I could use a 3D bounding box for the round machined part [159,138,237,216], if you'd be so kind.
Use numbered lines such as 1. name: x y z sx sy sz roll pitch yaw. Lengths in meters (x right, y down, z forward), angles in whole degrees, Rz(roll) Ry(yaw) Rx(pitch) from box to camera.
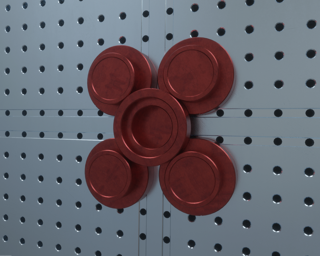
1. round machined part: 0.044 0.062 0.387 0.098 0.042 0.097 0 90 19

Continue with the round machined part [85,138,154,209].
1. round machined part: -0.061 0.063 0.424 0.098 0.042 0.097 0 90 19

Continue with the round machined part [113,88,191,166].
1. round machined part: -0.007 -0.001 0.403 0.098 0.042 0.097 0 90 19

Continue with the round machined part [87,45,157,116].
1. round machined part: -0.058 -0.064 0.422 0.098 0.042 0.097 0 90 19

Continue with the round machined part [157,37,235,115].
1. round machined part: 0.043 -0.065 0.387 0.098 0.042 0.097 0 90 19
